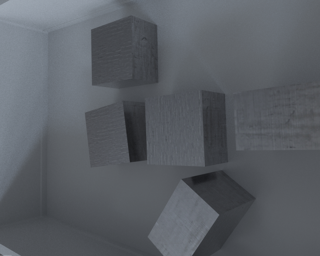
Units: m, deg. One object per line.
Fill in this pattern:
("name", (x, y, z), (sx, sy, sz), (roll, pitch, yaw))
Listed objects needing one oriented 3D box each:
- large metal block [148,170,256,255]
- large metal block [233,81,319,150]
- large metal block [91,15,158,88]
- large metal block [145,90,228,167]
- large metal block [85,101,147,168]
("large metal block", (0.046, 0.096, 0.333), (0.050, 0.081, 0.080), (41, 115, 32))
("large metal block", (0.121, -0.008, 0.271), (0.080, 0.081, 0.050), (-4, 88, 40))
("large metal block", (-0.050, -0.101, 0.432), (0.080, 0.050, 0.080), (-2, 89, 40))
("large metal block", (0.030, 0.002, 0.366), (0.080, 0.050, 0.080), (-3, 88, 40))
("large metal block", (-0.057, 0.010, 0.438), (0.080, 0.050, 0.080), (-12, 82, 39))
